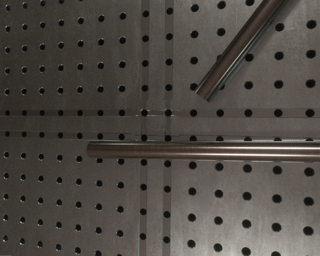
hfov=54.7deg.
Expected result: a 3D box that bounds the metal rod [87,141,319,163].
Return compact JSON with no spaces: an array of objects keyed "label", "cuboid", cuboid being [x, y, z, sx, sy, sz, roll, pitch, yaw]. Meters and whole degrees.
[{"label":"metal rod","cuboid":[0.044,0.029,0.396,0.301,0.025,0.025,-1,90,19]}]

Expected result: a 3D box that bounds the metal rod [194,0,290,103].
[{"label":"metal rod","cuboid":[0.141,-0.156,0.362,0.025,0.025,0.299,40,102,15]}]
